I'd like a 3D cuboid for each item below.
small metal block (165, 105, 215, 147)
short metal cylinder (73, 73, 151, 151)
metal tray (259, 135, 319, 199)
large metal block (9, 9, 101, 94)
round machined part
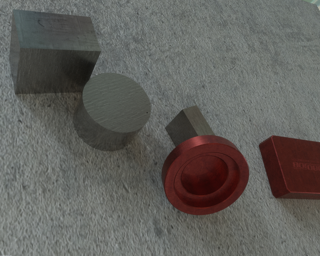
[{"bbox_3d":[0.039,0.006,0.407,0.025,0.050,0.050,-19,72,-36],"label":"small metal block"},{"bbox_3d":[-0.058,-0.019,0.369,0.081,0.050,0.080,14,56,-21],"label":"short metal cylinder"},{"bbox_3d":[0.225,0.064,0.486,0.131,0.030,0.090,8,58,-25],"label":"metal tray"},{"bbox_3d":[-0.123,-0.083,0.354,0.081,0.080,0.050,-6,65,-31],"label":"large metal block"},{"bbox_3d":[0.050,0.051,0.366,0.099,0.097,0.042,19,21,-18],"label":"round machined part"}]
